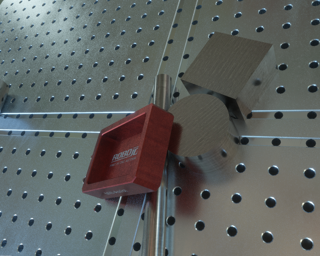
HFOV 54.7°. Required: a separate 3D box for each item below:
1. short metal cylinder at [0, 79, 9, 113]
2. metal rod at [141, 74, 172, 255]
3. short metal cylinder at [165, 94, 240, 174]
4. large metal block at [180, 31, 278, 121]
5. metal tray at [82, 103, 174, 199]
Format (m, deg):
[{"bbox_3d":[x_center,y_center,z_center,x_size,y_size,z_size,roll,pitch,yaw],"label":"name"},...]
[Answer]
[{"bbox_3d":[-0.336,-0.064,0.585,0.080,0.080,0.050,-8,59,24],"label":"short metal cylinder"},{"bbox_3d":[-0.003,0.059,0.372,0.025,0.025,0.299,-10,57,22],"label":"metal rod"},{"bbox_3d":[0.047,0.007,0.362,0.080,0.050,0.080,-13,56,20],"label":"short metal cylinder"},{"bbox_3d":[0.087,-0.066,0.387,0.080,0.050,0.080,28,77,37],"label":"large metal block"},{"bbox_3d":[-0.042,0.033,0.367,0.130,0.030,0.090,-22,48,50],"label":"metal tray"}]
